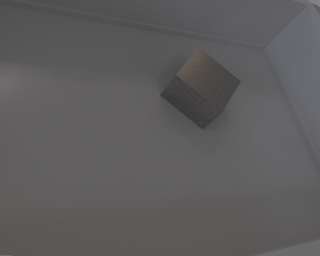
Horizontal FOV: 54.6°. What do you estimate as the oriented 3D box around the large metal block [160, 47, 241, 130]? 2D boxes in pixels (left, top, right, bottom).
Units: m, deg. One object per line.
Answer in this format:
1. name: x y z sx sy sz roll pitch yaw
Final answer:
1. large metal block: 0.061 -0.059 0.457 0.080 0.050 0.080 39 51 -2
